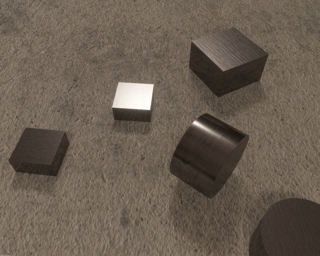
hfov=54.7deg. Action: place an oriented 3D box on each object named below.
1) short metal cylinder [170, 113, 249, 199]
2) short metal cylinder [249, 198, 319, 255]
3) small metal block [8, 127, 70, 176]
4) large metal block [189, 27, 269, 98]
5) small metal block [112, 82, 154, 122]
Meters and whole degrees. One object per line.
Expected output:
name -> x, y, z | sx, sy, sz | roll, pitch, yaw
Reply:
short metal cylinder -> 0.055, 0.030, 0.343 | 0.050, 0.080, 0.080 | 31, 57, 23
short metal cylinder -> 0.130, 0.114, 0.293 | 0.081, 0.050, 0.080 | 0, 50, 0
small metal block -> -0.145, 0.029, 0.377 | 0.050, 0.025, 0.050 | 6, 50, 4
large metal block -> 0.102, -0.102, 0.474 | 0.081, 0.050, 0.080 | -23, 54, -18
small metal block -> -0.036, -0.037, 0.434 | 0.050, 0.025, 0.050 | 4, 50, 3
